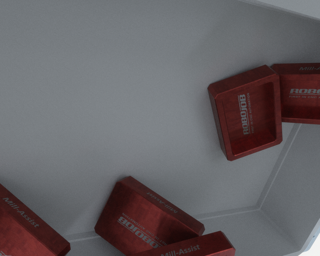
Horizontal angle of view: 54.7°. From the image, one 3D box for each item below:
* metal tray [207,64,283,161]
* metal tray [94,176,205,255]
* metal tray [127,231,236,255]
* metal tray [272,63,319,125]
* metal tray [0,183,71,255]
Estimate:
[{"bbox_3d":[0.127,-0.018,0.452,0.090,0.030,0.129,-20,128,0],"label":"metal tray"},{"bbox_3d":[-0.017,0.138,0.423,0.089,0.130,0.030,-64,164,15],"label":"metal tray"},{"bbox_3d":[0.022,0.181,0.374,0.131,0.030,0.089,-8,118,-19],"label":"metal tray"},{"bbox_3d":[0.227,-0.047,0.443,0.030,0.130,0.090,-59,141,-37],"label":"metal tray"},{"bbox_3d":[-0.175,0.124,0.334,0.130,0.030,0.090,39,98,5],"label":"metal tray"}]
